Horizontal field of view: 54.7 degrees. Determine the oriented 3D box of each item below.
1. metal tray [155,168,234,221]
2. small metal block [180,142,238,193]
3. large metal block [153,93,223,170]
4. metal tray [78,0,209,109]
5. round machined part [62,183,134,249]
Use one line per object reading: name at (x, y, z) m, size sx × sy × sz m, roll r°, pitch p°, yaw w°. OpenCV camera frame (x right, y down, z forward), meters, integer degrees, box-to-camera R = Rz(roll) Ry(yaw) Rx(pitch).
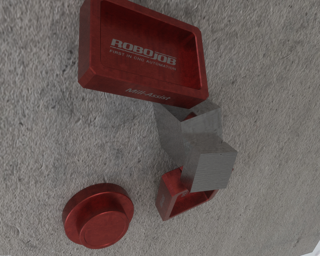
metal tray at (0.044, 0.087, 0.445) m, size 0.091 × 0.030 × 0.129 m, roll -20°, pitch 153°, yaw -17°
small metal block at (0.056, 0.044, 0.357) m, size 0.050 × 0.025 × 0.050 m, roll 0°, pitch 115°, yaw -27°
large metal block at (0.034, 0.001, 0.388) m, size 0.050 × 0.080 × 0.079 m, roll -20°, pitch 123°, yaw -16°
metal tray at (-0.013, -0.075, 0.313) m, size 0.131 × 0.090 × 0.030 m, roll 9°, pitch 158°, yaw -32°
round machined part at (-0.082, 0.128, 0.431) m, size 0.099 × 0.042 × 0.097 m, roll -14°, pitch 124°, yaw -21°
